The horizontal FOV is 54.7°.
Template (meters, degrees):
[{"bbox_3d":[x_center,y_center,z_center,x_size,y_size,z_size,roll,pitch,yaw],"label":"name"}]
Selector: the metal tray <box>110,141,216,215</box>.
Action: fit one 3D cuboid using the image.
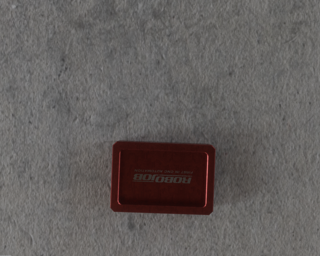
[{"bbox_3d":[0.004,0.064,0.407,0.131,0.030,0.089,2,90,-1],"label":"metal tray"}]
